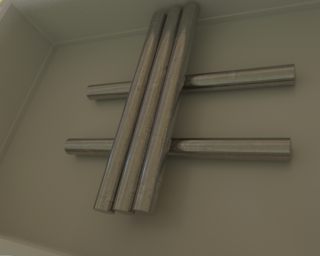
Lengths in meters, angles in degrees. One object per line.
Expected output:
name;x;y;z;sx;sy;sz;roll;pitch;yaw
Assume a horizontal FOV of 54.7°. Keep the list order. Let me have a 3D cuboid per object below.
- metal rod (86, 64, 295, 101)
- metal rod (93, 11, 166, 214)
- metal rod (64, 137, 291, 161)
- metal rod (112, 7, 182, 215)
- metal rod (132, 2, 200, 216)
metal rod;0.023;-0.060;0.429;0.300;0.025;0.025;-1;61;27
metal rod;-0.031;-0.038;0.411;0.025;0.025;0.300;-1;61;28
metal rod;0.002;0.025;0.389;0.300;0.025;0.025;-1;61;27
metal rod;-0.008;-0.040;0.400;0.025;0.025;0.300;-1;61;28
metal rod;0.014;-0.042;0.389;0.025;0.025;0.300;-1;61;28
